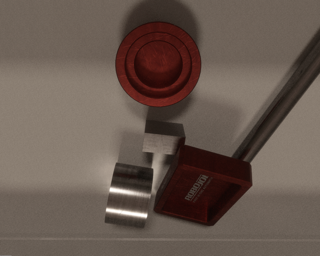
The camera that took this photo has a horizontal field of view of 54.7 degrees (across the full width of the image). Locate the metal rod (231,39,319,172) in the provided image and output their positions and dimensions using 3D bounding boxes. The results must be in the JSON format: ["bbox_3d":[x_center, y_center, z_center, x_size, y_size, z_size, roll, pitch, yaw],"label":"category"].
[{"bbox_3d":[0.162,-0.034,0.401,0.025,0.025,0.298,29,107,-11],"label":"metal rod"}]

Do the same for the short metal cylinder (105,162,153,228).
[{"bbox_3d":[-0.041,0.090,0.415,0.050,0.080,0.079,10,110,-4],"label":"short metal cylinder"}]

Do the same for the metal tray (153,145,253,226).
[{"bbox_3d":[0.051,0.081,0.406,0.091,0.030,0.129,16,138,-5],"label":"metal tray"}]

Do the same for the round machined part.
[{"bbox_3d":[-0.002,-0.078,0.374,0.099,0.042,0.097,0,110,-1],"label":"round machined part"}]

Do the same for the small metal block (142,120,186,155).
[{"bbox_3d":[0.005,0.012,0.402,0.050,0.050,0.025,7,110,-3],"label":"small metal block"}]
